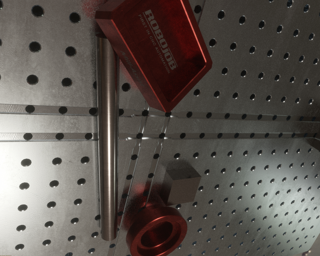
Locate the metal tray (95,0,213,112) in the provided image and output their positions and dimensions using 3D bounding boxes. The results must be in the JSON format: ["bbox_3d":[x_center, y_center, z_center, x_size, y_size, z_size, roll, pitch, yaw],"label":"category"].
[{"bbox_3d":[0.001,-0.092,0.336,0.090,0.030,0.130,-47,132,-18],"label":"metal tray"}]

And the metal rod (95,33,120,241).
[{"bbox_3d":[-0.066,0.033,0.396,0.025,0.025,0.298,-10,123,-24],"label":"metal rod"}]

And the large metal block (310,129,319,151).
[{"bbox_3d":[0.357,0.016,0.604,0.081,0.050,0.079,8,114,-32],"label":"large metal block"}]

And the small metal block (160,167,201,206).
[{"bbox_3d":[0.032,0.092,0.488,0.050,0.025,0.050,-2,120,-28],"label":"small metal block"}]

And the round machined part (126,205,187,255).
[{"bbox_3d":[-0.009,0.164,0.499,0.099,0.042,0.097,-14,125,-21],"label":"round machined part"}]
